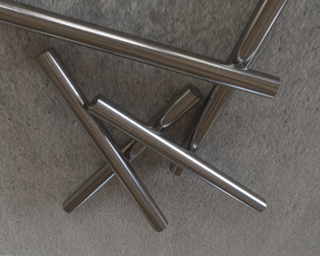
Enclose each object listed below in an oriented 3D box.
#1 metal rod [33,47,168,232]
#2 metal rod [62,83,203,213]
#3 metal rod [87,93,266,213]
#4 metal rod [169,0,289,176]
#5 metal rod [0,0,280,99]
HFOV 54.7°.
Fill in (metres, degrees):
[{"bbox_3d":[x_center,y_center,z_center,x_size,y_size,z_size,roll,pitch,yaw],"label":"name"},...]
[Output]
[{"bbox_3d":[-0.063,0.034,0.406,0.025,0.025,0.299,-20,119,16],"label":"metal rod"},{"bbox_3d":[-0.054,0.043,0.443,0.025,0.025,0.299,33,123,-25],"label":"metal rod"},{"bbox_3d":[0.040,0.045,0.412,0.301,0.025,0.025,33,123,-26],"label":"metal rod"},{"bbox_3d":[0.075,-0.046,0.369,0.025,0.025,0.298,15,129,-13],"label":"metal rod"},{"bbox_3d":[-0.023,-0.081,0.318,0.302,0.025,0.025,15,129,-6],"label":"metal rod"}]
